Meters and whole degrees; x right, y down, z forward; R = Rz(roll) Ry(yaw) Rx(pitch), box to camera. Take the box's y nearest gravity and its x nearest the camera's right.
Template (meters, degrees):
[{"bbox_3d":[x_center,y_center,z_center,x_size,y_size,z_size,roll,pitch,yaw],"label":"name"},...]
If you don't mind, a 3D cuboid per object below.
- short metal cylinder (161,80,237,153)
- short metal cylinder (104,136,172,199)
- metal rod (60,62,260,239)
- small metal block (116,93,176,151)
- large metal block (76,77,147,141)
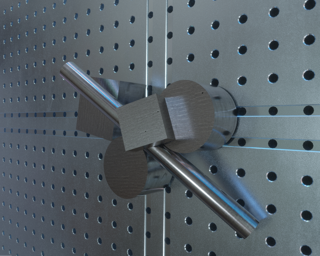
[{"bbox_3d":[0.040,-0.012,0.355,0.080,0.050,0.079,0,90,40],"label":"short metal cylinder"},{"bbox_3d":[-0.029,0.050,0.412,0.080,0.050,0.079,0,90,40],"label":"short metal cylinder"},{"bbox_3d":[-0.013,0.015,0.369,0.300,0.025,0.025,40,115,17],"label":"metal rod"},{"bbox_3d":[-0.016,-0.005,0.343,0.050,0.025,0.050,-18,78,20],"label":"small metal block"},{"bbox_3d":[-0.071,-0.029,0.445,0.080,0.050,0.079,14,99,39],"label":"large metal block"}]
